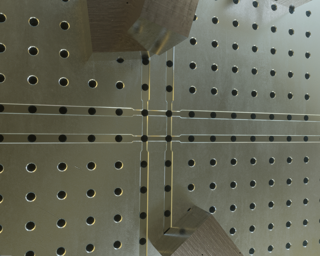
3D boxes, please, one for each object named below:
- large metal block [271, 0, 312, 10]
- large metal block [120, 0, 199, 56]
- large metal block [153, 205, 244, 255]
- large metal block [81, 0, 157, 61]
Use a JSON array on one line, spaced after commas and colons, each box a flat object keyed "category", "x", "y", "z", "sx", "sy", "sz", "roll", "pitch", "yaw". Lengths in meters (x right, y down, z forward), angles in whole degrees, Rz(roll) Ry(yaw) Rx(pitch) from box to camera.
[{"category": "large metal block", "x": 0.197, "y": -0.225, "z": 0.455, "sx": 0.081, "sy": 0.080, "sz": 0.050, "roll": 12, "pitch": 86, "yaw": -20}, {"category": "large metal block", "x": 0.002, "y": -0.132, "z": 0.330, "sx": 0.050, "sy": 0.080, "sz": 0.080, "roll": 18, "pitch": 84, "yaw": -20}, {"category": "large metal block", "x": 0.052, "y": 0.166, "z": 0.418, "sx": 0.080, "sy": 0.050, "sz": 0.080, "roll": -40, "pitch": 103, "yaw": -15}, {"category": "large metal block", "x": -0.050, "y": -0.128, "z": 0.380, "sx": 0.081, "sy": 0.050, "sz": 0.080, "roll": -7, "pitch": 93, "yaw": -20}]
